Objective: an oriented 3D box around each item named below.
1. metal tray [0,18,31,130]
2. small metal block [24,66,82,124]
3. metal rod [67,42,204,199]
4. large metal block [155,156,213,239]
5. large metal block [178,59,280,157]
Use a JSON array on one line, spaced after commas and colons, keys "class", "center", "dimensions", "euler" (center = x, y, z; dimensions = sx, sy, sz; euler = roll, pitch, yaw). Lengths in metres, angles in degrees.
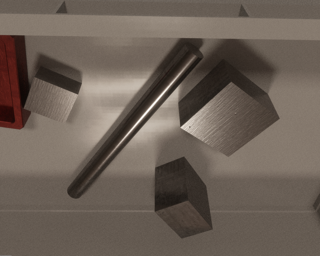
[{"class": "metal tray", "center": [-0.201, -0.061, 0.350], "dimensions": [0.091, 0.030, 0.129], "euler": [8, 130, -8]}, {"class": "small metal block", "center": [-0.129, -0.039, 0.374], "dimensions": [0.050, 0.025, 0.050], "euler": [22, 126, -19]}, {"class": "metal rod", "center": [-0.049, 0.008, 0.415], "dimensions": [0.025, 0.025, 0.299], "euler": [28, 124, -22]}, {"class": "large metal block", "center": [0.034, 0.104, 0.462], "dimensions": [0.050, 0.080, 0.080], "euler": [-24, 127, 18]}, {"class": "large metal block", "center": [0.080, -0.022, 0.376], "dimensions": [0.080, 0.050, 0.080], "euler": [31, 123, -24]}]
